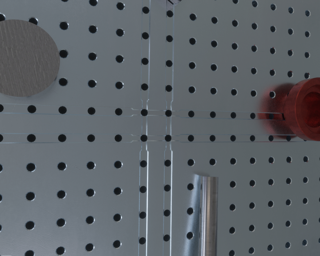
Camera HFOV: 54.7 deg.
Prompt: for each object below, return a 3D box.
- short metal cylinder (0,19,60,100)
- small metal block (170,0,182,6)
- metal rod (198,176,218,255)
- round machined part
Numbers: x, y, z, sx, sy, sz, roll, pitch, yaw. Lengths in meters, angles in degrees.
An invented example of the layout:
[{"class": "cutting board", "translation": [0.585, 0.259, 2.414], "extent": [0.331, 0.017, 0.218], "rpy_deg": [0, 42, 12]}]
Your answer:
[{"class": "short metal cylinder", "translation": [-0.154, -0.072, 0.342], "extent": [0.081, 0.050, 0.080], "rpy_deg": [0, 90, -20]}, {"class": "small metal block", "translation": [0.020, -0.206, 0.420], "extent": [0.050, 0.025, 0.050], "rpy_deg": [35, 79, -17]}, {"class": "metal rod", "translation": [0.063, 0.216, 0.418], "extent": [0.025, 0.025, 0.298], "rpy_deg": [5, 82, -20]}, {"class": "round machined part", "translation": [0.237, -0.029, 0.491], "extent": [0.099, 0.042, 0.097], "rpy_deg": [0, 90, -20]}]
